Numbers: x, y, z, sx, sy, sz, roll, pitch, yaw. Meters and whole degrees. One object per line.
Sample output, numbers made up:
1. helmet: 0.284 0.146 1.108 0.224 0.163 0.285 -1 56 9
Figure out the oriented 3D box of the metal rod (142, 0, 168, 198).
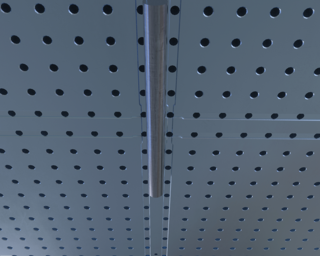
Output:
1. metal rod: -0.006 -0.011 0.402 0.025 0.025 0.298 0 130 0
